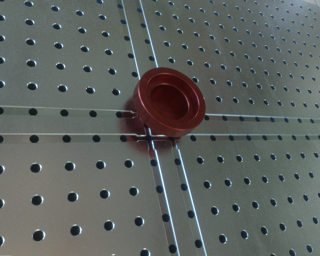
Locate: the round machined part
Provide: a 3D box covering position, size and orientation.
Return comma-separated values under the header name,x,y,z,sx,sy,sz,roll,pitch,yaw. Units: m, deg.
name,x,y,z,sx,sy,sz,roll,pitch,yaw
round machined part,0.009,-0.031,0.420,0.099,0.042,0.098,13,56,-21
